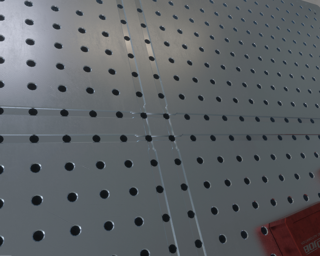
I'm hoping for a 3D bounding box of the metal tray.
[{"bbox_3d":[0.223,0.154,0.429,0.131,0.030,0.090,-9,66,-32],"label":"metal tray"}]
